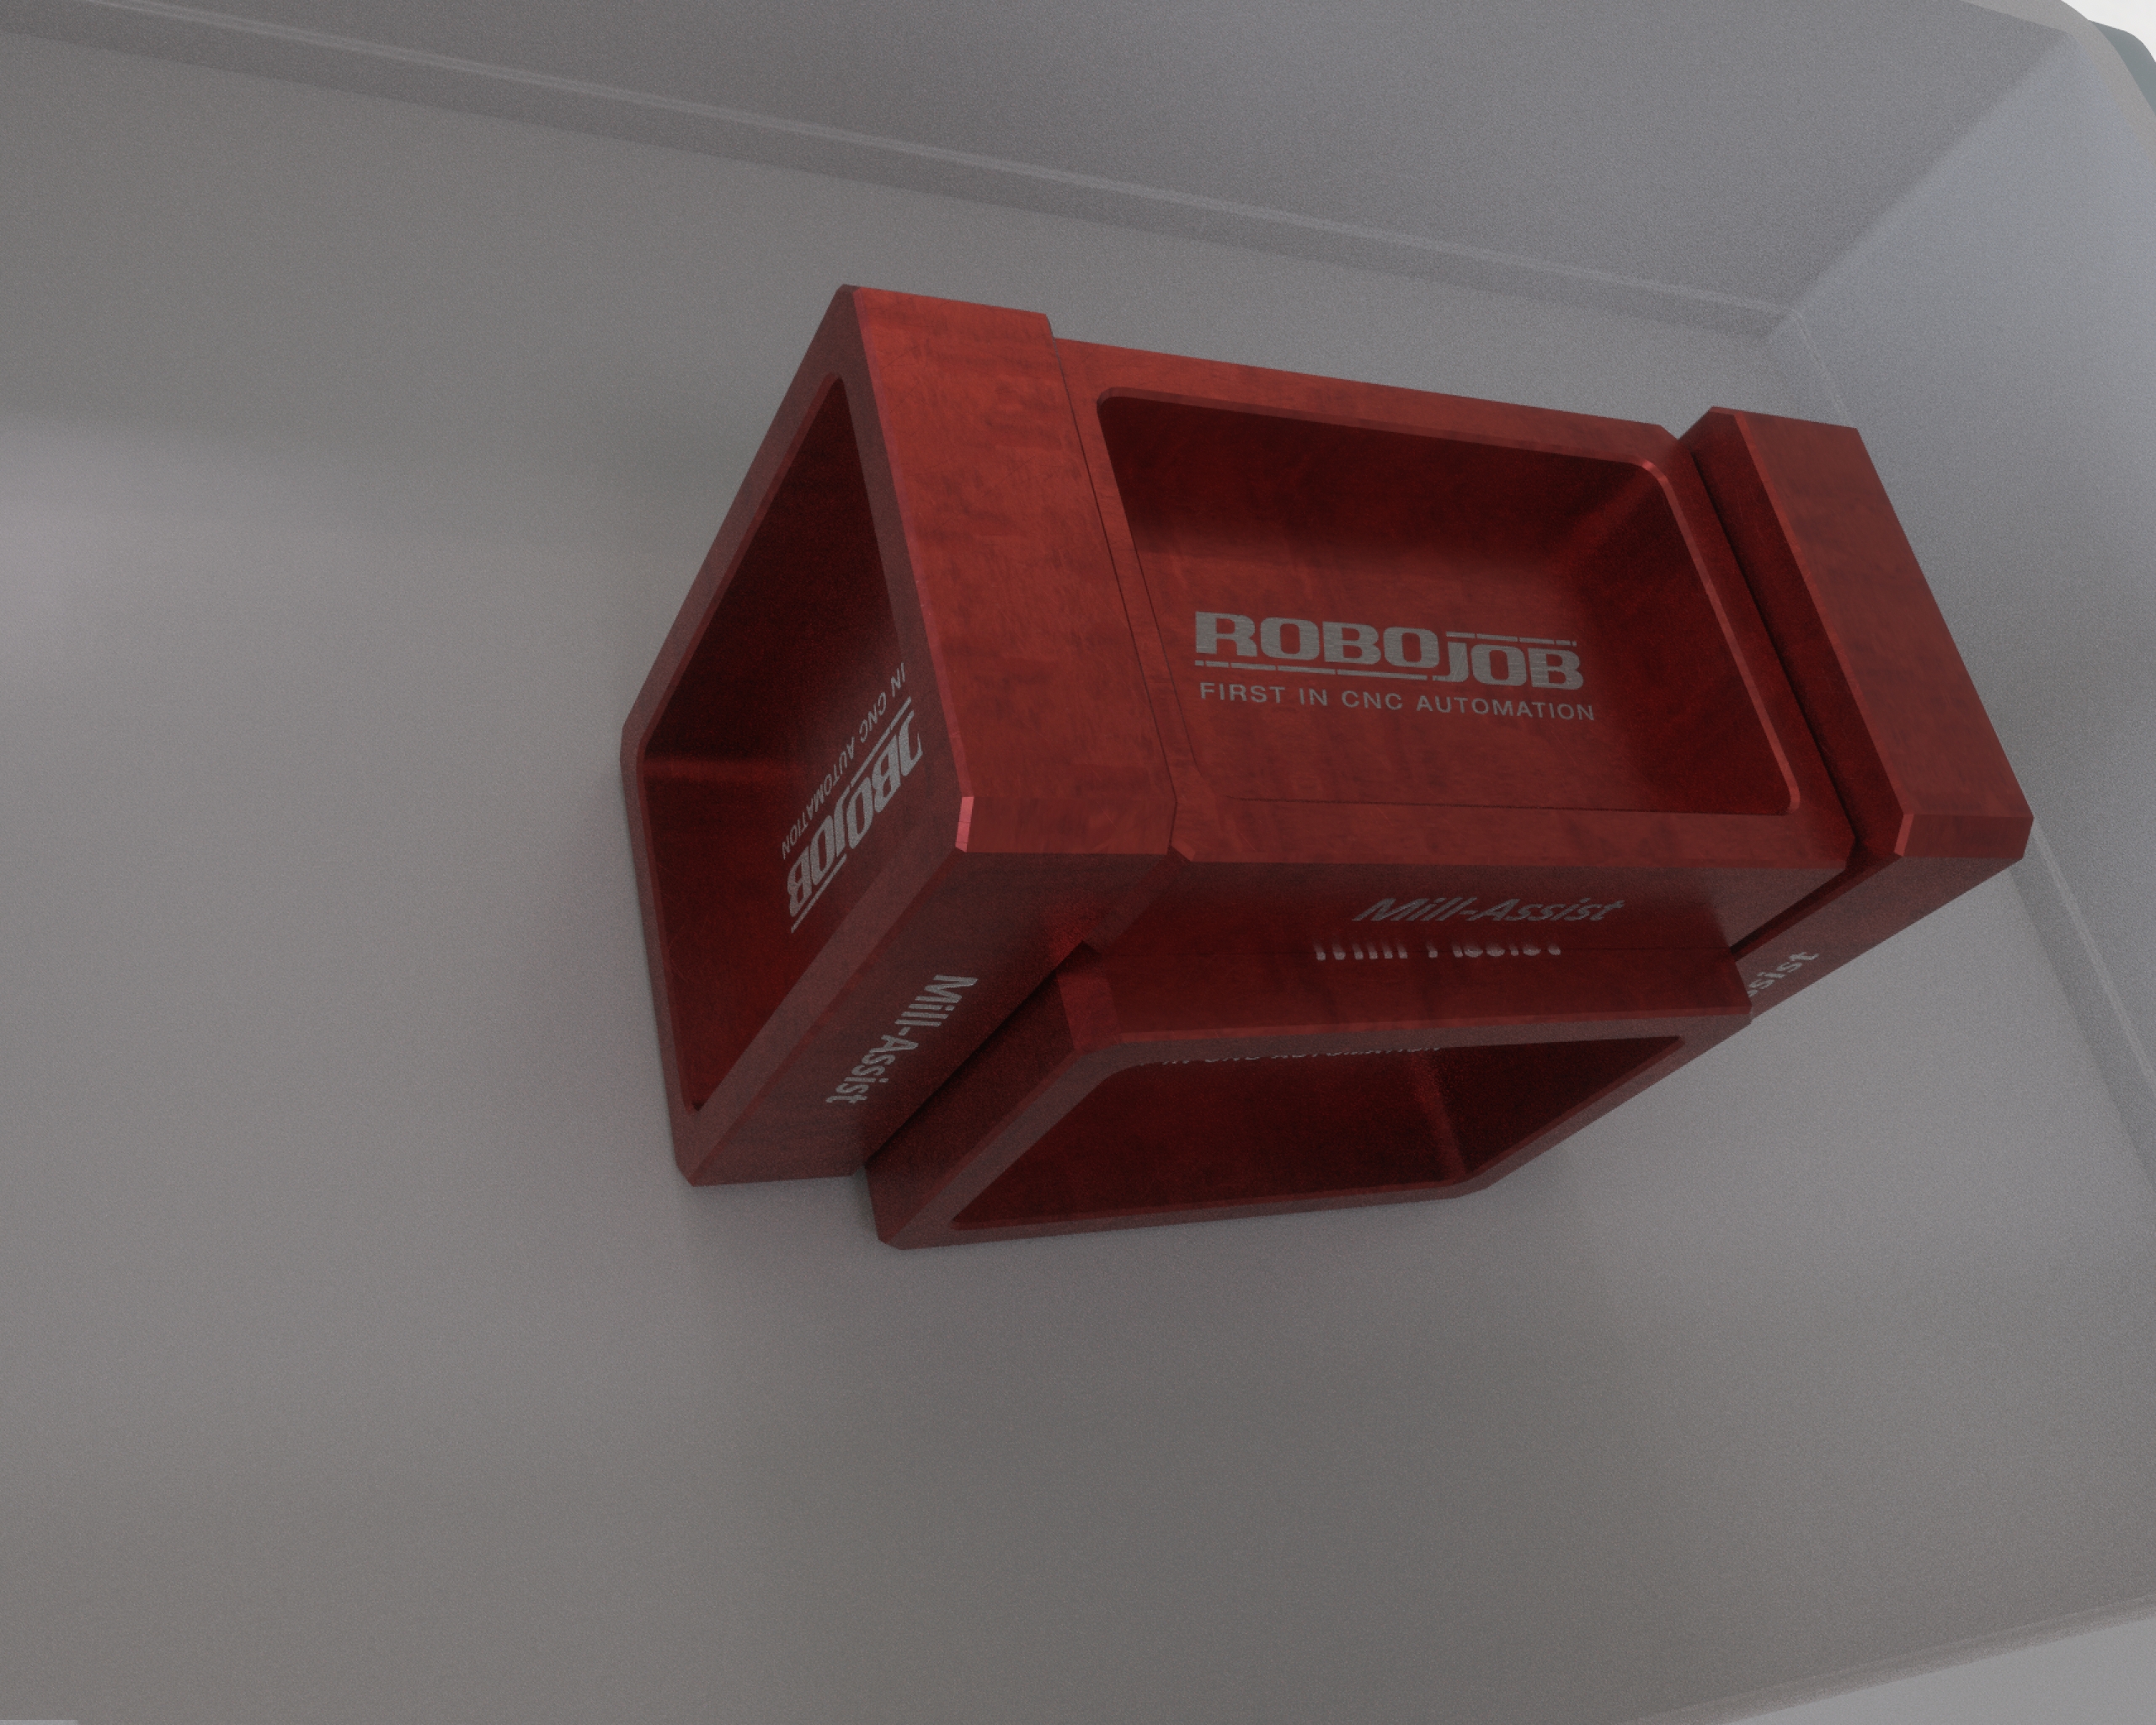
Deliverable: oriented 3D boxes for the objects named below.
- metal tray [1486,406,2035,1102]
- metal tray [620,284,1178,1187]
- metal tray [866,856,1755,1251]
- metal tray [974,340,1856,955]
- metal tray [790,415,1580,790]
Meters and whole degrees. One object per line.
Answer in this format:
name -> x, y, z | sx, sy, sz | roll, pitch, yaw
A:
metal tray -> 0.108, -0.013, 0.401 | 0.030, 0.129, 0.090 | 1, 62, -28
metal tray -> -0.036, -0.013, 0.325 | 0.030, 0.129, 0.090 | 1, 62, -28
metal tray -> 0.037, 0.033, 0.360 | 0.131, 0.090, 0.030 | 0, 61, -28
metal tray -> 0.053, -0.032, 0.332 | 0.131, 0.030, 0.090 | 1, 61, -28
metal tray -> 0.018, -0.046, 0.398 | 0.131, 0.090, 0.030 | 0, 63, -28
